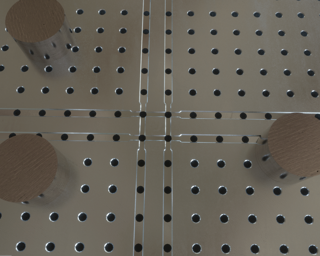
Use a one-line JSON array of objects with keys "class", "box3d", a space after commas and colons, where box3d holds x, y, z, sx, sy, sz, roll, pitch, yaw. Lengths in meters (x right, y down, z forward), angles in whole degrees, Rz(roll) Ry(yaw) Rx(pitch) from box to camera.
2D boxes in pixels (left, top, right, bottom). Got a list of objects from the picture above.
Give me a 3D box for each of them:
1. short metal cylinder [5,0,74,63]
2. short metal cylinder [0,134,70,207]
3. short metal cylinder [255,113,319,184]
[{"class": "short metal cylinder", "box3d": [-0.172, -0.143, 0.449, 0.081, 0.050, 0.080, 0, 70, 0]}, {"class": "short metal cylinder", "box3d": [-0.158, 0.053, 0.377, 0.081, 0.050, 0.080, 0, 70, 0]}, {"class": "short metal cylinder", "box3d": [0.168, 0.027, 0.391, 0.081, 0.050, 0.080, 0, 70, -1]}]
